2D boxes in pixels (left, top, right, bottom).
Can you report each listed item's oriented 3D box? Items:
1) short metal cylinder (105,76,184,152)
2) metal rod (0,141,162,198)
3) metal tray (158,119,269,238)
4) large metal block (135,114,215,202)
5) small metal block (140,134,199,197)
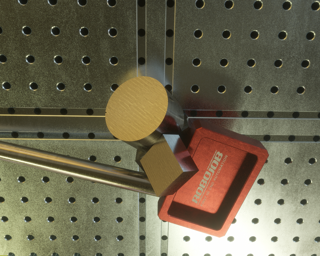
[{"bbox_3d":[-0.018,-0.015,0.372,0.080,0.080,0.050,-33,150,11],"label":"short metal cylinder"},{"bbox_3d":[-0.142,0.043,0.396,0.302,0.025,0.025,12,110,7],"label":"metal rod"},{"bbox_3d":[0.061,0.064,0.379,0.091,0.030,0.129,19,109,-7],"label":"metal tray"},{"bbox_3d":[0.025,0.042,0.414,0.080,0.050,0.080,-34,107,11],"label":"large metal block"},{"bbox_3d":[0.009,0.042,0.352,0.025,0.050,0.050,4,137,-43],"label":"small metal block"}]
